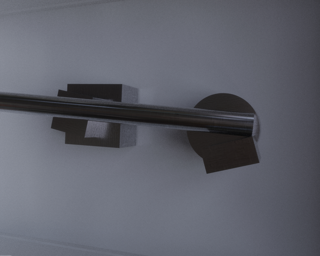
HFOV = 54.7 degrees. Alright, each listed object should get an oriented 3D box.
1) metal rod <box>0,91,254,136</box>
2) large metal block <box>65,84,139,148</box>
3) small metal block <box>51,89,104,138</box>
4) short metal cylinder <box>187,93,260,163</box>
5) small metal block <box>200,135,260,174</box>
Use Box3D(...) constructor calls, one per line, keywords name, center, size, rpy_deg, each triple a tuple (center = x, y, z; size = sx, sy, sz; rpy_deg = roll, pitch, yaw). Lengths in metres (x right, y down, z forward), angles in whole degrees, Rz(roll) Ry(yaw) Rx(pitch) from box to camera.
Box3D(name="metal rod", center=(-0.051, -0.018, 0.351), size=(0.301, 0.025, 0.025), rpy_deg=(6, 92, 11))
Box3D(name="large metal block", center=(-0.078, -0.017, 0.420), size=(0.080, 0.050, 0.079), rpy_deg=(3, 91, 19))
Box3D(name="small metal block", center=(-0.104, -0.018, 0.391), size=(0.050, 0.025, 0.050), rpy_deg=(14, 94, 19))
Box3D(name="short metal cylinder", center=(0.077, 0.001, 0.368), size=(0.080, 0.050, 0.079), rpy_deg=(0, 90, 19))
Box3D(name="small metal block", center=(0.073, 0.026, 0.315), size=(0.050, 0.050, 0.025), rpy_deg=(-15, 85, 19))
